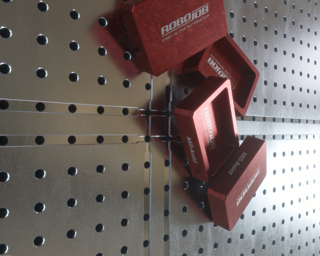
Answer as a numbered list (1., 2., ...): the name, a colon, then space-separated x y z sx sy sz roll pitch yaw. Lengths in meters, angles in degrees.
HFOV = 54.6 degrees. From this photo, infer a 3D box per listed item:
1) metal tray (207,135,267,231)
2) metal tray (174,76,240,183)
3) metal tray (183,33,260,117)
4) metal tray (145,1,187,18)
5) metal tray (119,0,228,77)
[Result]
1. metal tray: 0.127 0.086 0.492 0.131 0.030 0.090 -45 137 -30
2. metal tray: 0.072 0.003 0.441 0.090 0.030 0.129 -44 132 -31
3. metal tray: 0.101 -0.087 0.488 0.130 0.030 0.090 38 67 -34
4. metal tray: 0.015 -0.203 0.416 0.090 0.030 0.130 24 75 -37
5. metal tray: 0.023 -0.135 0.389 0.131 0.030 0.090 -34 128 -20
